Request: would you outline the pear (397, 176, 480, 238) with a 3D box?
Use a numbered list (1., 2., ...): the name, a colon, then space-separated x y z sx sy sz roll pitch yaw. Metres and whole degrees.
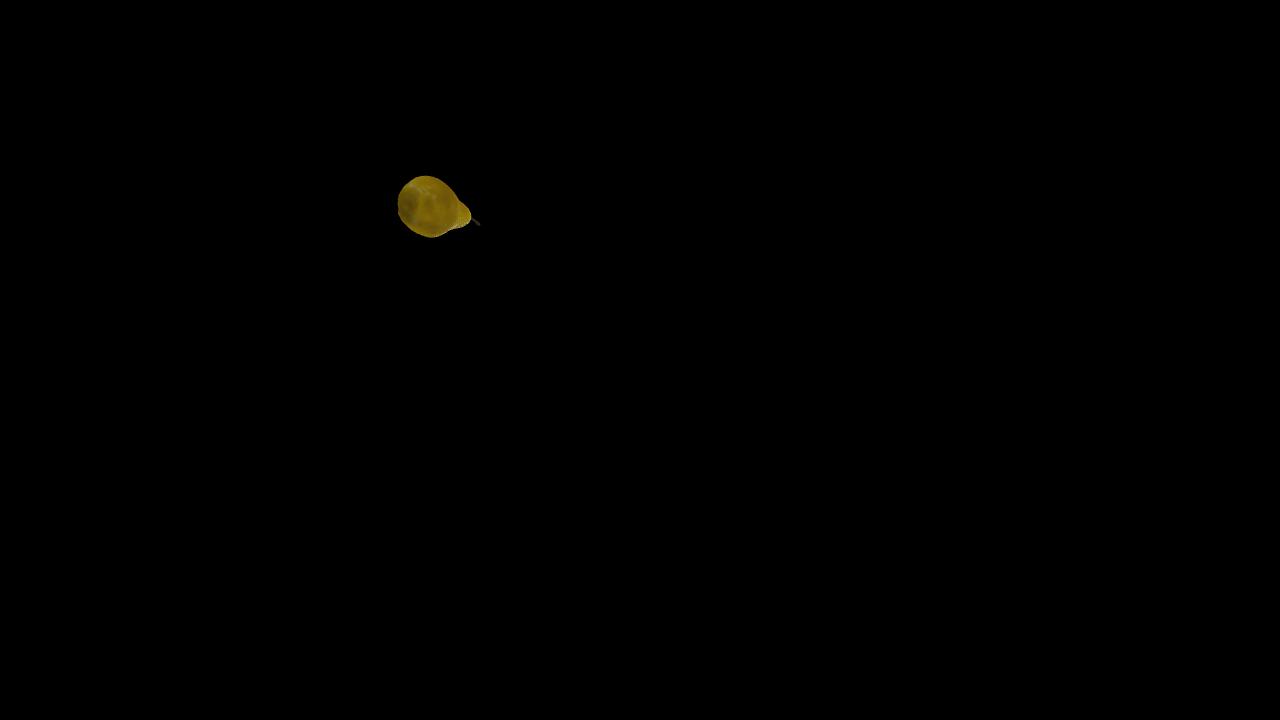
1. pear: -0.258 -0.199 0.808 0.080 0.080 0.111 0 7 29
